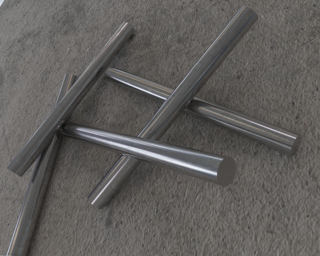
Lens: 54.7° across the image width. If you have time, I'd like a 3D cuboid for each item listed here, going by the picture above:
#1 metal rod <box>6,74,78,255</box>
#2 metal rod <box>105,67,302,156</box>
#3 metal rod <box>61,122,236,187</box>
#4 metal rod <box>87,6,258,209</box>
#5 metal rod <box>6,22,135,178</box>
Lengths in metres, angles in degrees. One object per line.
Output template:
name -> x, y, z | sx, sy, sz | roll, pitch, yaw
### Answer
metal rod -> -0.170, 0.044, 0.466 | 0.025, 0.025, 0.299 | -7, 58, 24
metal rod -> 0.031, -0.034, 0.408 | 0.300, 0.025, 0.025 | 26, 76, 36
metal rod -> -0.043, 0.019, 0.365 | 0.300, 0.025, 0.025 | 10, 66, 49
metal rod -> 0.013, -0.022, 0.381 | 0.299, 0.025, 0.025 | -51, 51, 3
metal rod -> -0.129, -0.056, 0.486 | 0.025, 0.025, 0.300 | 16, 64, 34
